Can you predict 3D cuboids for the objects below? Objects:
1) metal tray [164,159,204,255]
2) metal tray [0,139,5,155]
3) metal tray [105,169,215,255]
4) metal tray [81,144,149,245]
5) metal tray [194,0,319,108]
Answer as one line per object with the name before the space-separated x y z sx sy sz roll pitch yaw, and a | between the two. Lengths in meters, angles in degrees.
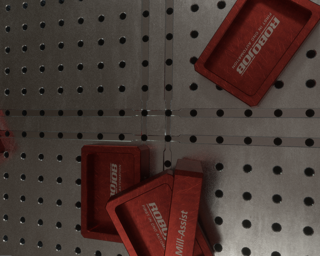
metal tray | 0.026 0.107 0.365 0.030 0.090 0.129 7 93 5
metal tray | -0.329 0.007 0.523 0.090 0.030 0.130 -34 80 16
metal tray | 0.002 0.128 0.384 0.090 0.030 0.129 -26 92 2
metal tray | -0.063 0.088 0.430 0.090 0.030 0.129 0 90 19
metal tray | 0.114 -0.100 0.369 0.090 0.030 0.129 37 101 16
